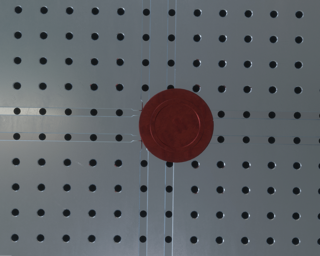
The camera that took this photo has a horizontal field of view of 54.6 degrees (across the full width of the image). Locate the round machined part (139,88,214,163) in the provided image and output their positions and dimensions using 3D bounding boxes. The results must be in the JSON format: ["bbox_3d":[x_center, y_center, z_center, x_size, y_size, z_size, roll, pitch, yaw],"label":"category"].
[{"bbox_3d":[0.022,-0.003,0.405,0.099,0.042,0.097,0,90,0],"label":"round machined part"}]
